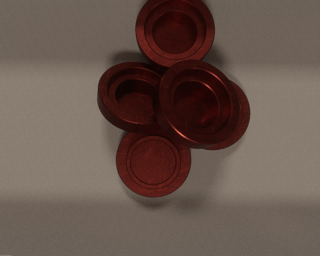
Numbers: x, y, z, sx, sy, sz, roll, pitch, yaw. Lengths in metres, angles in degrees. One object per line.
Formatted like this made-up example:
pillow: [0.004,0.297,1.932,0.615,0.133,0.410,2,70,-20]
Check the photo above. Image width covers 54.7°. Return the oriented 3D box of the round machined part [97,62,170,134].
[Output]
round machined part: [-0.028,-0.033,0.387,0.099,0.042,0.098,7,54,-10]

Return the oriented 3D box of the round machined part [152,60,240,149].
round machined part: [0.037,-0.024,0.348,0.099,0.042,0.098,8,70,-21]

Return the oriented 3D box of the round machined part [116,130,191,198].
round machined part: [-0.008,0.042,0.403,0.099,0.042,0.097,0,90,-1]

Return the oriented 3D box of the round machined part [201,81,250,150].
round machined part: [0.069,-0.019,0.404,0.099,0.042,0.097,0,90,-1]

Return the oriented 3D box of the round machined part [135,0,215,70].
round machined part: [0.018,-0.121,0.402,0.099,0.042,0.097,0,88,-2]
